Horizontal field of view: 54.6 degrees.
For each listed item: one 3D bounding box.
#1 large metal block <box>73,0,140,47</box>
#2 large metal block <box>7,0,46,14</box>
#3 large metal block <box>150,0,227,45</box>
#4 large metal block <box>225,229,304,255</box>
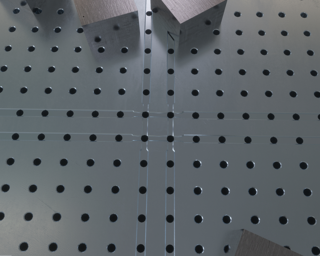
[{"bbox_3d":[-0.082,-0.179,0.463,0.080,0.050,0.080,-18,71,-7],"label":"large metal block"},{"bbox_3d":[-0.214,-0.240,0.485,0.080,0.050,0.080,29,73,10],"label":"large metal block"},{"bbox_3d":[0.041,-0.186,0.467,0.080,0.050,0.080,-31,73,-11],"label":"large metal block"},{"bbox_3d":[0.110,0.166,0.338,0.080,0.050,0.080,23,72,8],"label":"large metal block"}]
